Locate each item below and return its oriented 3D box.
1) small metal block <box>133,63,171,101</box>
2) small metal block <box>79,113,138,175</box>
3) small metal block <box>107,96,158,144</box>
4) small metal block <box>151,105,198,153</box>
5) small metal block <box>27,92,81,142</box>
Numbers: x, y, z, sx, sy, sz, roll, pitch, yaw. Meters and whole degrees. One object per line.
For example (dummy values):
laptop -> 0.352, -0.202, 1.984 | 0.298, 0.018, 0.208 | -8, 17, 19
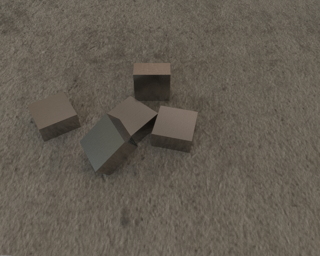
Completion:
small metal block -> -0.011, -0.065, 0.442 | 0.050, 0.050, 0.025 | 0, 50, -1
small metal block -> -0.062, 0.019, 0.370 | 0.050, 0.025, 0.050 | -45, 56, 12
small metal block -> -0.038, -0.009, 0.411 | 0.050, 0.025, 0.050 | 34, 57, 25
small metal block -> 0.020, 0.001, 0.403 | 0.050, 0.025, 0.050 | 10, 51, 8
small metal block -> -0.142, -0.016, 0.415 | 0.050, 0.025, 0.050 | -25, 55, -20
